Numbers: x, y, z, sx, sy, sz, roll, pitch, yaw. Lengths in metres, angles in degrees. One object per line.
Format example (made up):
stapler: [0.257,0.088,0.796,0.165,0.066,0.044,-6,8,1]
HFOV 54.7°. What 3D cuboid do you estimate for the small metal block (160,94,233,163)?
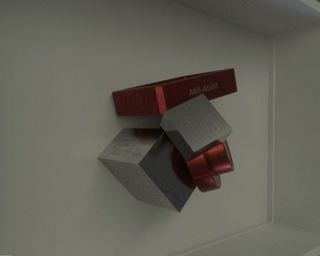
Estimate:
small metal block: [0.036,-0.001,0.317,0.050,0.025,0.050,-27,69,-24]

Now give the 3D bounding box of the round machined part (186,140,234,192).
round machined part: [0.058,0.024,0.369,0.098,0.042,0.097,-19,90,-76]

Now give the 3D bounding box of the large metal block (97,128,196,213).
large metal block: [-0.012,0.046,0.361,0.050,0.080,0.080,-52,121,-28]

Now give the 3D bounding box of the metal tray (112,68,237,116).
metal tray: [0.020,-0.045,0.380,0.131,0.090,0.030,-19,103,-39]

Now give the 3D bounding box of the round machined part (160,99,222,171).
round machined part: [0.038,0.009,0.430,0.099,0.042,0.097,0,90,-40]
